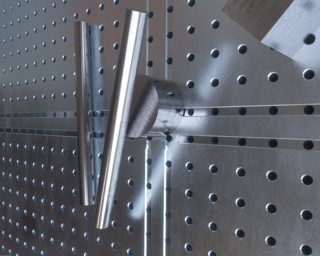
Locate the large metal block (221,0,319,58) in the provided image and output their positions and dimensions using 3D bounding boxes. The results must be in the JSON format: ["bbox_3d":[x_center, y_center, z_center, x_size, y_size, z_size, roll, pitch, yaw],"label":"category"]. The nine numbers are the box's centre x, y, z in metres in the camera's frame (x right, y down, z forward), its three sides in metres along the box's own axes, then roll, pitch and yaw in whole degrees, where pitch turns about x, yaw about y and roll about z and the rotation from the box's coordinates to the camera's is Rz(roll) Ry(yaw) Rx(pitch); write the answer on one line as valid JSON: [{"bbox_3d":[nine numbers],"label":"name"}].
[{"bbox_3d":[0.116,-0.116,0.278,0.050,0.081,0.080,51,120,27],"label":"large metal block"}]

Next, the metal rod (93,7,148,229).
[{"bbox_3d":[-0.055,0.007,0.389,0.025,0.025,0.298,33,122,35],"label":"metal rod"}]

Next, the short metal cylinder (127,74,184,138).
[{"bbox_3d":[-0.016,-0.028,0.406,0.080,0.050,0.079,0,90,40],"label":"short metal cylinder"}]

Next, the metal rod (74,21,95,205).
[{"bbox_3d":[-0.125,-0.025,0.512,0.025,0.025,0.298,-4,87,40],"label":"metal rod"}]
